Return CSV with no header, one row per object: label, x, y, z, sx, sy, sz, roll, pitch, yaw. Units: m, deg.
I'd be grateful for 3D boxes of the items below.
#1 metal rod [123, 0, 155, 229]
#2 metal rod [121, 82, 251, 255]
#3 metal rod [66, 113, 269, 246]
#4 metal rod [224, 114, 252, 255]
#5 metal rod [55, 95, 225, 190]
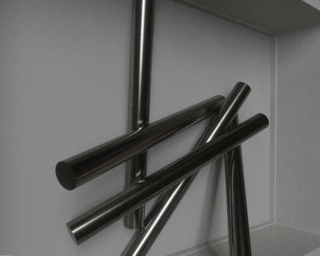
metal rod,-0.024,-0.028,0.358,0.025,0.025,0.298,-4,101,-40
metal rod,0.042,0.054,0.419,0.025,0.025,0.300,47,69,-30
metal rod,0.031,0.047,0.380,0.302,0.025,0.025,-26,107,-29
metal rod,0.099,0.075,0.409,0.025,0.025,0.300,39,41,-33
metal rod,0.009,-0.001,0.367,0.302,0.025,0.025,-25,106,-52
